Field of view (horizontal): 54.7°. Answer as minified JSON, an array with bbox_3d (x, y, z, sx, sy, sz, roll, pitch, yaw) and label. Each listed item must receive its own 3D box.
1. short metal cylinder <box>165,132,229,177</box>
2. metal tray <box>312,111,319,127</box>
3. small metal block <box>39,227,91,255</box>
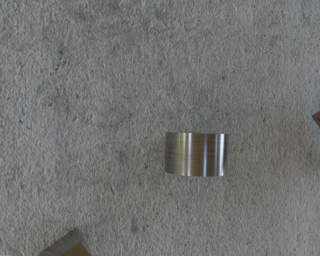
[{"bbox_3d":[0.046,0.031,0.397,0.081,0.080,0.050,2,90,-20],"label":"short metal cylinder"},{"bbox_3d":[0.282,0.029,0.460,0.030,0.090,0.130,-35,82,19],"label":"metal tray"},{"bbox_3d":[-0.109,0.147,0.356,0.050,0.050,0.025,-34,101,-17],"label":"small metal block"}]
